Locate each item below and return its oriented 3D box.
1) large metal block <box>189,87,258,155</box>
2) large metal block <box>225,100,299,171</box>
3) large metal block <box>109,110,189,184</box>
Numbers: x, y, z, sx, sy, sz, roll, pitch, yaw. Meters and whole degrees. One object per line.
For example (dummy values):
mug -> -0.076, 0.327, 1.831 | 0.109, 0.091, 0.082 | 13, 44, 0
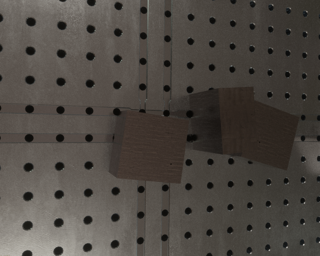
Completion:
large metal block -> 0.082, -0.010, 0.415 | 0.050, 0.080, 0.079 | -5, 92, -20
large metal block -> 0.147, 0.011, 0.456 | 0.081, 0.050, 0.080 | 17, 84, -20
large metal block -> -0.015, 0.024, 0.395 | 0.081, 0.050, 0.080 | 9, 87, -20
